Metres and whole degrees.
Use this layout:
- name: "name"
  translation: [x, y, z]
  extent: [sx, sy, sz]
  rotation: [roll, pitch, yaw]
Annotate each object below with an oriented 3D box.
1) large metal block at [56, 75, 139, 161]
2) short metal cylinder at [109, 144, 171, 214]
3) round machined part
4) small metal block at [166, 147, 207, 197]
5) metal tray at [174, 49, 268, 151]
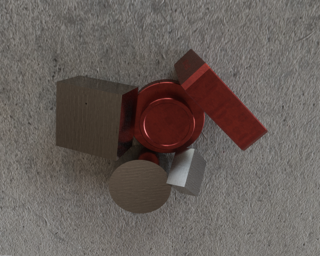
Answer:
- name: "large metal block"
  translation: [-0.077, -0.014, 0.378]
  extent: [0.080, 0.050, 0.079]
  rotation: [13, 111, 13]
- name: "short metal cylinder"
  translation: [-0.026, 0.068, 0.423]
  extent: [0.081, 0.050, 0.079]
  rotation: [0, 110, -1]
- name: "round machined part"
  translation: [0.009, -0.011, 0.399]
  extent: [0.099, 0.042, 0.097]
  rotation: [0, 110, -1]
- name: "small metal block"
  translation: [0.037, 0.058, 0.408]
  extent: [0.025, 0.050, 0.050]
  rotation: [6, 158, 30]
- name: "metal tray"
  translation: [0.060, -0.038, 0.341]
  extent: [0.030, 0.130, 0.090]
  rotation: [-43, 105, 14]
